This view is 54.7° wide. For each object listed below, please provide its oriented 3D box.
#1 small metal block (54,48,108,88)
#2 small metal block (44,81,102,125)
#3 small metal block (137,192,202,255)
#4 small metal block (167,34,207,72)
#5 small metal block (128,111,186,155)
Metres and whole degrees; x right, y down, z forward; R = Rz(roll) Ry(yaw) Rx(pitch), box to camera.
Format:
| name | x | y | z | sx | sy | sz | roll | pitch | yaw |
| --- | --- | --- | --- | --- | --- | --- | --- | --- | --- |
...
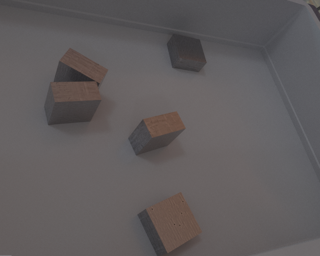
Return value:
| name | x | y | z | sx | sy | sz | roll | pitch | yaw |
| --- | --- | --- | --- | --- | --- | --- | --- | --- | --- |
| small metal block | -0.097 | -0.060 | 0.375 | 0.050 | 0.050 | 0.025 | 29 | 52 | -10 |
| small metal block | -0.101 | -0.028 | 0.353 | 0.050 | 0.050 | 0.025 | -6 | 65 | -31 |
| small metal block | 0.011 | 0.107 | 0.348 | 0.050 | 0.025 | 0.050 | -17 | 71 | -35 |
| small metal block | 0.043 | -0.122 | 0.505 | 0.050 | 0.025 | 0.050 | 4 | 60 | -27 |
| small metal block | -0.005 | 0.007 | 0.385 | 0.050 | 0.050 | 0.025 | -15 | 70 | -34 |
